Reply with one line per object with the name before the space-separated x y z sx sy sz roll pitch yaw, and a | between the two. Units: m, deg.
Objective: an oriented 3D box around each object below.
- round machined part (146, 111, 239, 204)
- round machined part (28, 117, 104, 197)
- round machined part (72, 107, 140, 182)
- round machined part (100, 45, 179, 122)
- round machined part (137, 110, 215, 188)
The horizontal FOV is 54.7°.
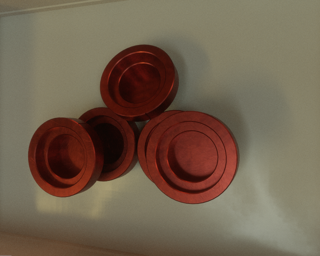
round machined part | 0.038 0.031 0.342 0.098 0.042 0.097 0 90 20
round machined part | -0.114 0.035 0.396 0.098 0.042 0.097 0 90 20
round machined part | -0.070 0.021 0.425 0.098 0.042 0.097 0 90 20
round machined part | -0.023 -0.053 0.397 0.098 0.042 0.098 -6 70 16
round machined part | 0.025 0.027 0.392 0.098 0.042 0.097 0 90 20
